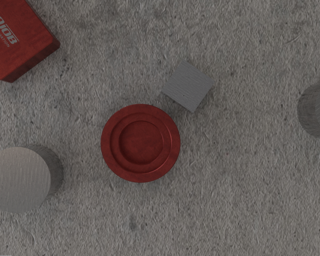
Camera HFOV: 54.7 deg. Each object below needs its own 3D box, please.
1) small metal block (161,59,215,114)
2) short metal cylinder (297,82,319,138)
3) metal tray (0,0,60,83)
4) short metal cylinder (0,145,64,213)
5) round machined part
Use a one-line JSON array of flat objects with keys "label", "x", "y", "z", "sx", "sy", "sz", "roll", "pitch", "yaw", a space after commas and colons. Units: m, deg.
[{"label": "small metal block", "x": 0.036, "y": -0.054, "z": 0.410, "sx": 0.050, "sy": 0.025, "sz": 0.050, "roll": 35, "pitch": 90, "yaw": 0}, {"label": "short metal cylinder", "x": 0.228, "y": -0.024, "z": 0.400, "sx": 0.081, "sy": 0.050, "sz": 0.080, "roll": 0, "pitch": 90, "yaw": 0}, {"label": "metal tray", "x": -0.208, "y": -0.136, "z": 0.406, "sx": 0.090, "sy": 0.030, "sz": 0.130, "roll": -37, "pitch": 90, "yaw": 0}, {"label": "short metal cylinder", "x": -0.171, "y": 0.062, "z": 0.396, "sx": 0.081, "sy": 0.050, "sz": 0.080, "roll": 0, "pitch": 90, "yaw": 0}, {"label": "round machined part", "x": -0.024, "y": 0.019, "z": 0.401, "sx": 0.099, "sy": 0.042, "sz": 0.097, "roll": 0, "pitch": 90, "yaw": 0}]
